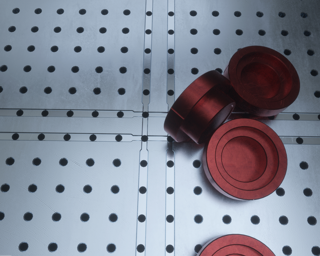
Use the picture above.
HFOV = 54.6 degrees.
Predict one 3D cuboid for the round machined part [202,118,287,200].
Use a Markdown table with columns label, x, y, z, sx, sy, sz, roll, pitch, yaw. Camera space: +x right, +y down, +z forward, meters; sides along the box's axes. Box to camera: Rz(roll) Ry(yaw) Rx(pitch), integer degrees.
| label | x | y | z | sx | sy | sz | roll | pitch | yaw |
| --- | --- | --- | --- | --- | --- | --- | --- | --- | --- |
| round machined part | 0.101 | 0.040 | 0.384 | 0.099 | 0.042 | 0.098 | 1 | 76 | -5 |

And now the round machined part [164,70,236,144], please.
| label | x | y | z | sx | sy | sz | roll | pitch | yaw |
| --- | --- | --- | --- | --- | --- | --- | --- | --- | --- |
| round machined part | 0.054 | -0.019 | 0.379 | 0.098 | 0.098 | 0.042 | -42 | 71 | -14 |

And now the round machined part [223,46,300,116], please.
| label | x | y | z | sx | sy | sz | roll | pitch | yaw |
| --- | --- | --- | --- | --- | --- | --- | --- | --- | --- |
| round machined part | 0.132 | -0.059 | 0.420 | 0.099 | 0.042 | 0.098 | 4 | 66 | -8 |

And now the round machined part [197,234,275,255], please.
| label | x | y | z | sx | sy | sz | roll | pitch | yaw |
| --- | --- | --- | --- | --- | --- | --- | --- | --- | --- |
| round machined part | 0.083 | 0.169 | 0.342 | 0.099 | 0.042 | 0.098 | 0 | 70 | 0 |
